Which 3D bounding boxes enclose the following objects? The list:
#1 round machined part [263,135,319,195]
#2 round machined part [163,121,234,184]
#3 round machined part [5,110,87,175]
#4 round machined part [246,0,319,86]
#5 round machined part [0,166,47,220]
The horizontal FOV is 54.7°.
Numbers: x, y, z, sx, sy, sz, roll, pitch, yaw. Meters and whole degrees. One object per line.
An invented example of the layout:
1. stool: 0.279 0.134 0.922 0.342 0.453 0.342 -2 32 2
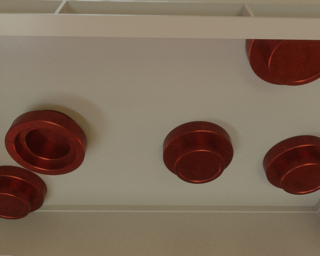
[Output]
1. round machined part: 0.205 0.060 0.451 0.099 0.042 0.097 0 130 0
2. round machined part: 0.053 0.041 0.433 0.099 0.042 0.097 0 130 0
3. round machined part: -0.146 0.015 0.409 0.099 0.042 0.097 0 130 0
4. round machined part: 0.143 -0.083 0.323 0.099 0.042 0.097 0 135 0
5. round machined part: -0.234 0.107 0.487 0.099 0.042 0.097 0 130 0
